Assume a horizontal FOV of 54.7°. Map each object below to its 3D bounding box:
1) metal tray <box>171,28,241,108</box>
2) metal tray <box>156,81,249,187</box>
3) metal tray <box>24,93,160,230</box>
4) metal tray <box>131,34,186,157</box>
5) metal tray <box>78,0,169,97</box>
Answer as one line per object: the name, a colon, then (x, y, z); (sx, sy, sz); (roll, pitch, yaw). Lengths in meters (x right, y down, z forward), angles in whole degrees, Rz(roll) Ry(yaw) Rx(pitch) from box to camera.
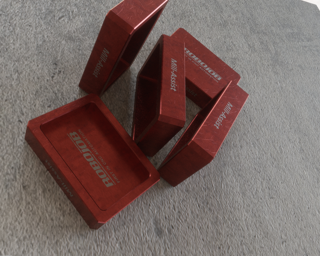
metal tray: (0.057, -0.091, 0.490); (0.130, 0.030, 0.090); (39, 51, -2)
metal tray: (0.055, 0.006, 0.391); (0.030, 0.090, 0.131); (40, 51, -2)
metal tray: (-0.073, 0.032, 0.344); (0.091, 0.030, 0.130); (-33, 80, -38)
metal tray: (-0.003, -0.040, 0.387); (0.030, 0.090, 0.130); (16, 55, -20)
metal tray: (-0.047, -0.101, 0.376); (0.030, 0.129, 0.090); (38, 51, -4)
